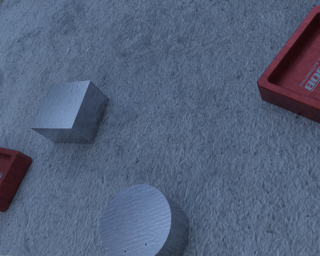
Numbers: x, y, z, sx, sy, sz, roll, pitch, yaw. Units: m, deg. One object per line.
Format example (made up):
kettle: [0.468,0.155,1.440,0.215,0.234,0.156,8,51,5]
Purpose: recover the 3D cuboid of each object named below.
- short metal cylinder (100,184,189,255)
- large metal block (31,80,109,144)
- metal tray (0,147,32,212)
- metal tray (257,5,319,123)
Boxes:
short metal cylinder: [-0.015,0.106,0.331,0.080,0.050,0.080,-13,56,21]
large metal block: [-0.135,-0.023,0.473,0.080,0.050,0.080,0,62,28]
metal tray: [-0.278,0.075,0.500,0.130,0.030,0.090,6,64,30]
metal tray: [0.185,-0.074,0.349,0.090,0.030,0.130,32,79,38]
